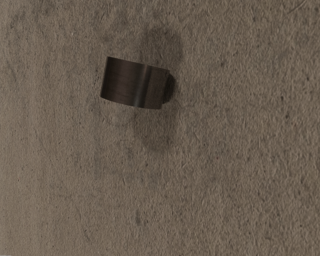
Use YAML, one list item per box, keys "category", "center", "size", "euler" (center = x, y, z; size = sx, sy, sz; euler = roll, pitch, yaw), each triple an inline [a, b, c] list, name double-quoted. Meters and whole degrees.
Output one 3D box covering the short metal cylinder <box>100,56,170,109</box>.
- category: "short metal cylinder"
  center: [-0.032, -0.058, 0.394]
  size: [0.080, 0.081, 0.050]
  euler: [21, 103, 38]
